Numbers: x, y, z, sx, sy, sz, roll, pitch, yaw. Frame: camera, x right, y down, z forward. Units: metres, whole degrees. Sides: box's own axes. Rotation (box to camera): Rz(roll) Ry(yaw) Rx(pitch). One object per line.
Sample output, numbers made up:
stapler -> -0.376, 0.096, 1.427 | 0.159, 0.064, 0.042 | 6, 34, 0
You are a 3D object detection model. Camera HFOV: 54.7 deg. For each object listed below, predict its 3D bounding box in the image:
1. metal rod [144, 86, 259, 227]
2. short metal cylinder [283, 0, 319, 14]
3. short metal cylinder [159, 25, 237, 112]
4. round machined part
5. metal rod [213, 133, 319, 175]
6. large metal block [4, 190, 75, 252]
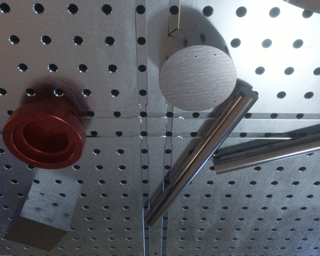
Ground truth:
metal rod -> 0.046, 0.061, 0.463 | 0.025, 0.025, 0.298 | 19, 128, -16
short metal cylinder -> 0.141, -0.134, 0.263 | 0.081, 0.080, 0.050 | 8, 130, -7
short metal cylinder -> 0.039, -0.065, 0.340 | 0.081, 0.050, 0.079 | 0, 130, 0
round machined part -> -0.146, 0.006, 0.404 | 0.099, 0.042, 0.097 | 0, 130, 0
metal rod -> 0.223, 0.019, 0.429 | 0.301, 0.025, 0.025 | -15, 129, 12
large metal block -> -0.205, 0.161, 0.530 | 0.080, 0.050, 0.080 | 28, 125, -22
